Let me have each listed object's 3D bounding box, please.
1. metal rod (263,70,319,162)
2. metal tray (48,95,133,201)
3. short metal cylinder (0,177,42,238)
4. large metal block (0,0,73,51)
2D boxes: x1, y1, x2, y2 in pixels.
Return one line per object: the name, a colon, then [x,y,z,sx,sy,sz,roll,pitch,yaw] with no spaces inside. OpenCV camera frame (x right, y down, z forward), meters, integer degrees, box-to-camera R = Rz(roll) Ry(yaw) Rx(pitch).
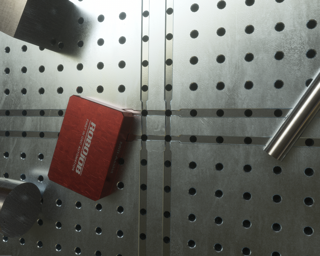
metal rod: [0.211,-0.092,0.338,0.025,0.025,0.299,35,101,16]
metal tray: [-0.101,0.027,0.444,0.090,0.030,0.129,20,96,18]
short metal cylinder: [-0.225,0.117,0.461,0.050,0.080,0.079,6,92,19]
large metal block: [-0.184,-0.166,0.447,0.050,0.080,0.080,28,99,17]
